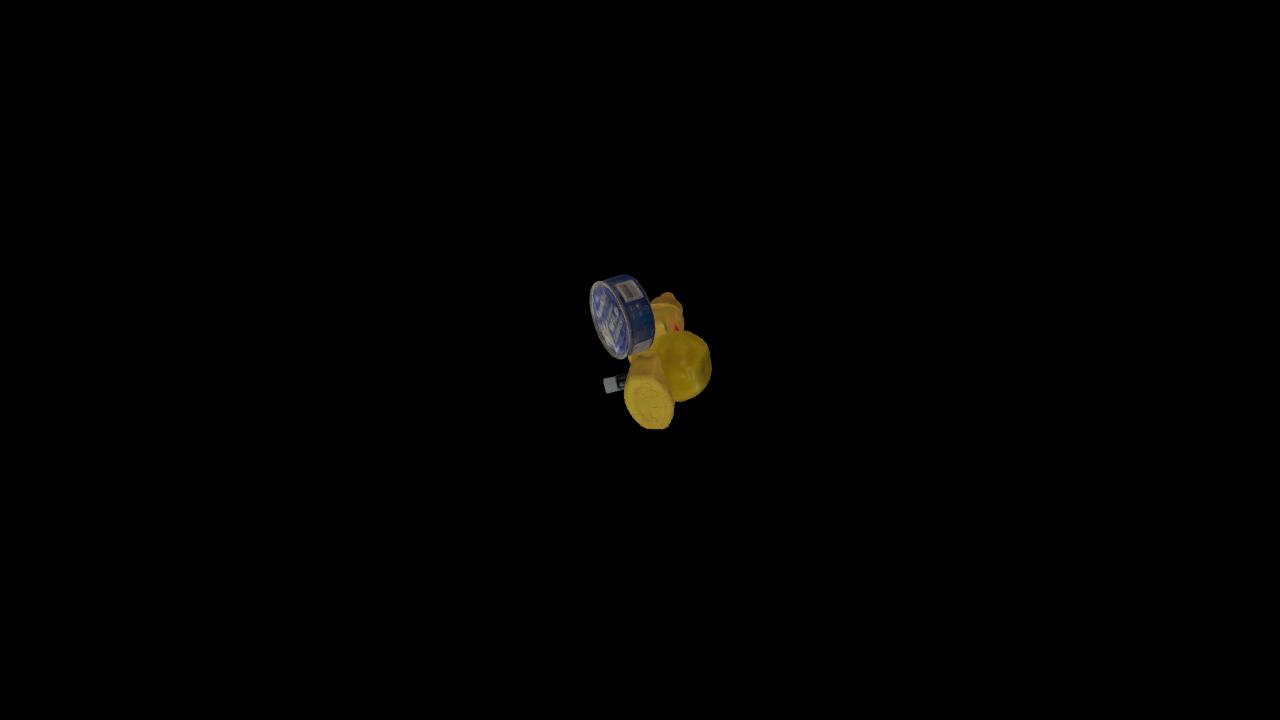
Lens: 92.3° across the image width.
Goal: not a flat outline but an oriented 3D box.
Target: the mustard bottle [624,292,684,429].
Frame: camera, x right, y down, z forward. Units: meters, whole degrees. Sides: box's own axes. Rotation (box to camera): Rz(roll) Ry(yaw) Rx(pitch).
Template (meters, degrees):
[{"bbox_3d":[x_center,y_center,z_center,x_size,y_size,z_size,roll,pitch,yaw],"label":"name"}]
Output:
[{"bbox_3d":[0.022,-0.016,0.725,0.054,0.184,0.092,-6,-46,18],"label":"mustard bottle"}]

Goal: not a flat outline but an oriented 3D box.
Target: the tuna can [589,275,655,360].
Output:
[{"bbox_3d":[-0.019,-0.045,0.637,0.034,0.084,0.084,-21,9,-24],"label":"tuna can"}]

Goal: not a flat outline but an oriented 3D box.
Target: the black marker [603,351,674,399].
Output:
[{"bbox_3d":[0.016,0.018,0.742,0.121,0.020,0.020,-13,0,1],"label":"black marker"}]

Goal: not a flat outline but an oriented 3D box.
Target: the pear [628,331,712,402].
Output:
[{"bbox_3d":[0.022,0.006,0.693,0.111,0.080,0.080,3,1,29],"label":"pear"}]
